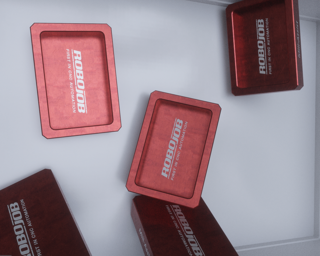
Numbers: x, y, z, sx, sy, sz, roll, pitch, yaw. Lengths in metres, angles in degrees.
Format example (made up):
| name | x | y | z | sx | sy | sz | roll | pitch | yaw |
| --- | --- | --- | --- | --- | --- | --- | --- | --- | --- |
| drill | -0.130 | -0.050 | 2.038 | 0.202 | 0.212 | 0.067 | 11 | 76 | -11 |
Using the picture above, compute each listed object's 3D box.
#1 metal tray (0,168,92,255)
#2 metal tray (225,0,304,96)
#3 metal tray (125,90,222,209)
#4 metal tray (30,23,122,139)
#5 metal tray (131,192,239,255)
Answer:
| name | x | y | z | sx | sy | sz | roll | pitch | yaw |
| --- | --- | --- | --- | --- | --- | --- | --- | --- | --- |
| metal tray | -0.131 | 0.110 | 0.312 | 0.091 | 0.130 | 0.030 | -27 | 137 | -18 |
| metal tray | 0.142 | -0.112 | 0.426 | 0.030 | 0.090 | 0.129 | -7 | 93 | -53 |
| metal tray | 0.018 | 0.026 | 0.390 | 0.090 | 0.030 | 0.129 | 13 | 81 | 8 |
| metal tray | -0.099 | -0.056 | 0.370 | 0.091 | 0.030 | 0.129 | -6 | 92 | -20 |
| metal tray | 0.026 | 0.129 | 0.366 | 0.091 | 0.130 | 0.030 | -4 | 122 | -20 |
